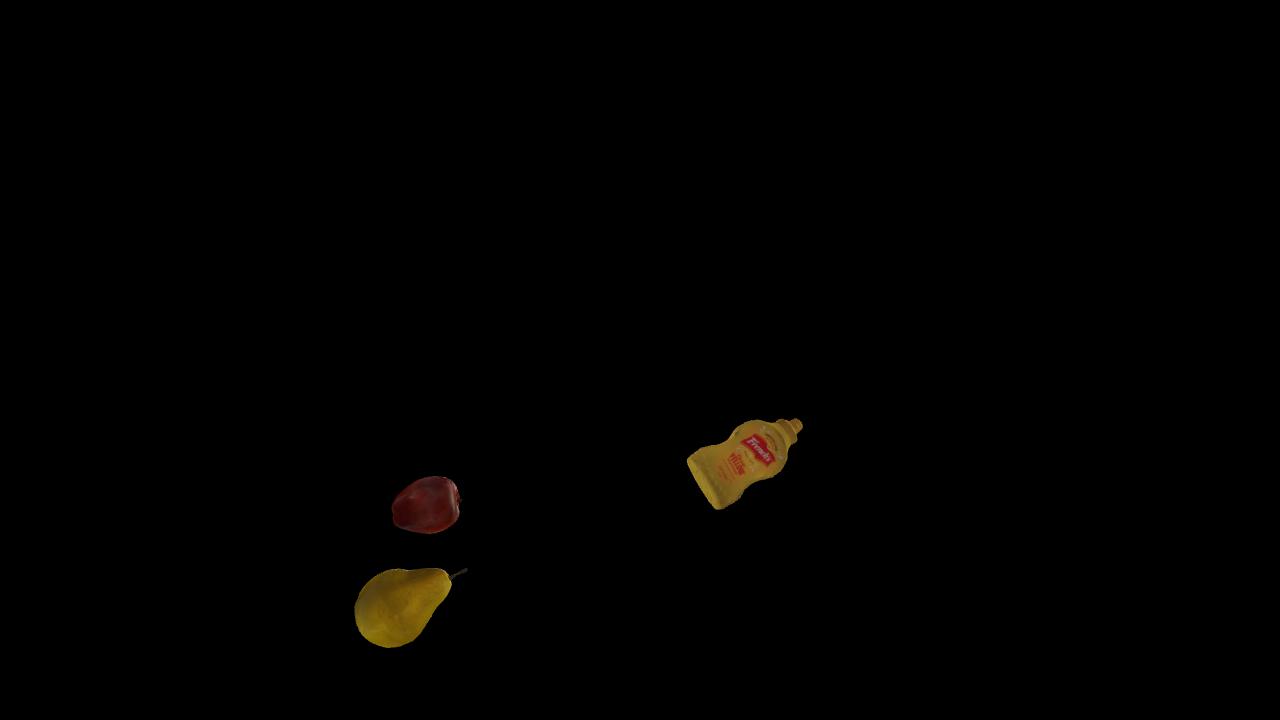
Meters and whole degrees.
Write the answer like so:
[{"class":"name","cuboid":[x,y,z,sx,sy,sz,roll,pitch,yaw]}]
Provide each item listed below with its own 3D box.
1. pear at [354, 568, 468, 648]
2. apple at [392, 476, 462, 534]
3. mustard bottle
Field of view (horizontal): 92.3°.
[{"class":"pear","cuboid":[-0.237,0.248,0.644,0.111,0.080,0.080,-33,1,-2]},{"class":"apple","cuboid":[-0.294,0.202,0.855,0.093,0.079,0.079,-10,1,-8]},{"class":"mustard bottle","cuboid":[0.167,0.139,0.918,0.184,0.092,0.054,-29,-15,-15]}]
